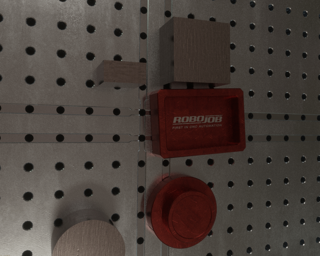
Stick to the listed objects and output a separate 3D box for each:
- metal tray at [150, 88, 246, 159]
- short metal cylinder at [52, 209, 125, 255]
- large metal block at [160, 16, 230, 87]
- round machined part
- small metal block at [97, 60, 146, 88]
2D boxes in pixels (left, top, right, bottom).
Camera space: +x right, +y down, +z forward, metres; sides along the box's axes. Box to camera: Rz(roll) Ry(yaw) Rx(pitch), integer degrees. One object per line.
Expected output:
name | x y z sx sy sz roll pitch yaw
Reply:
metal tray | 0.055 -0.009 0.431 0.131 0.030 0.089 -3 91 -20
short metal cylinder | -0.087 0.142 0.368 0.081 0.050 0.079 0 90 -20
large metal block | 0.046 -0.098 0.417 0.081 0.050 0.079 -1 90 -20
round machined part | 0.034 0.114 0.418 0.099 0.042 0.097 0 90 -21
small metal block | -0.049 -0.065 0.382 0.050 0.050 0.025 0 91 -20
